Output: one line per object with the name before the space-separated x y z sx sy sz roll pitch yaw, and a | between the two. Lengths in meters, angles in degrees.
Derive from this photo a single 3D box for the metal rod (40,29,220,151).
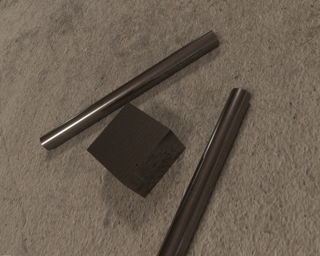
metal rod | -0.049 -0.053 0.460 0.300 0.025 0.025 -31 52 7

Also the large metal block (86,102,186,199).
large metal block | -0.029 0.026 0.386 0.080 0.050 0.080 34 80 38

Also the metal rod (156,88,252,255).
metal rod | 0.033 0.086 0.332 0.025 0.025 0.300 15 69 34
